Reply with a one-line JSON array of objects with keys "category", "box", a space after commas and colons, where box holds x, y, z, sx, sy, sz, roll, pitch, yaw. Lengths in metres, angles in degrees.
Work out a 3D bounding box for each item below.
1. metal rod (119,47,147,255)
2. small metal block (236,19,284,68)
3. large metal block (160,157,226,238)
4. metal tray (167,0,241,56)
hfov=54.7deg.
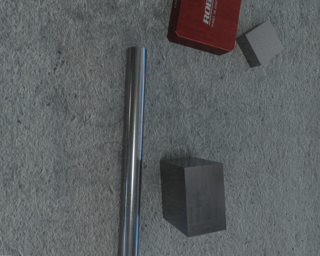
[{"category": "metal rod", "box": [-0.035, 0.048, 0.396, 0.025, 0.025, 0.298, 3, 89, -20]}, {"category": "small metal block", "box": [0.150, -0.126, 0.466, 0.050, 0.025, 0.050, -35, 102, -17]}, {"category": "large metal block", "box": [0.039, 0.083, 0.396, 0.050, 0.080, 0.079, -4, 92, -20]}, {"category": "metal tray", "box": [0.066, -0.176, 0.432, 0.091, 0.030, 0.129, 10, 87, -20]}]
